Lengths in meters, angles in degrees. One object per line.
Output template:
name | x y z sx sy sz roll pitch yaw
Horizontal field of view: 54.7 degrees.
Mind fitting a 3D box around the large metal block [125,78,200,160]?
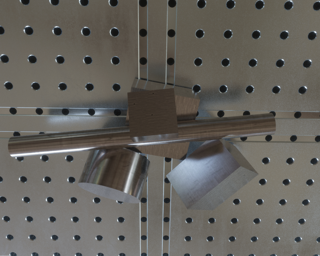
large metal block | -0.001 -0.012 0.392 0.081 0.050 0.079 10 110 -4

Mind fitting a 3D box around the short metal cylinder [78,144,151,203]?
short metal cylinder | -0.057 0.060 0.395 0.080 0.080 0.050 18 66 -7

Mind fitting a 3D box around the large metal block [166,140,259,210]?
large metal block | 0.069 0.060 0.396 0.080 0.050 0.080 -43 149 14

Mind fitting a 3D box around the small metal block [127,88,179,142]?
small metal block | -0.007 -0.013 0.338 0.050 0.025 0.050 -5 75 2

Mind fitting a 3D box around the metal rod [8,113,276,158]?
metal rod | -0.022 0.009 0.359 0.302 0.025 0.025 -5 110 2
